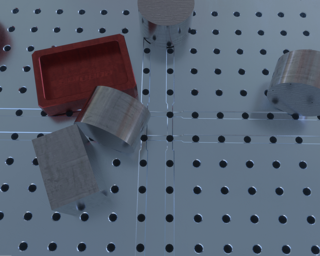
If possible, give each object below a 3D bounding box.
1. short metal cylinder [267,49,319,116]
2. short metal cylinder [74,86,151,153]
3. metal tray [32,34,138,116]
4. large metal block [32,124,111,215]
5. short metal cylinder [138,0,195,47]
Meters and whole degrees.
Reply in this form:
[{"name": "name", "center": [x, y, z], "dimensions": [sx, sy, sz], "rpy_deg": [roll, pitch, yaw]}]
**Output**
[{"name": "short metal cylinder", "center": [0.187, -0.057, 0.404], "dimensions": [0.080, 0.080, 0.050], "rpy_deg": [21, 72, 7]}, {"name": "short metal cylinder", "center": [-0.058, -0.009, 0.385], "dimensions": [0.080, 0.080, 0.050], "rpy_deg": [21, 72, 7]}, {"name": "metal tray", "center": [-0.105, -0.076, 0.435], "dimensions": [0.131, 0.030, 0.090], "rpy_deg": [-13, 71, -5]}, {"name": "large metal block", "center": [-0.100, 0.052, 0.363], "dimensions": [0.050, 0.080, 0.080], "rpy_deg": [-21, 72, -7]}, {"name": "short metal cylinder", "center": [0.009, -0.169, 0.460], "dimensions": [0.081, 0.050, 0.080], "rpy_deg": [0, 70, 0]}]
